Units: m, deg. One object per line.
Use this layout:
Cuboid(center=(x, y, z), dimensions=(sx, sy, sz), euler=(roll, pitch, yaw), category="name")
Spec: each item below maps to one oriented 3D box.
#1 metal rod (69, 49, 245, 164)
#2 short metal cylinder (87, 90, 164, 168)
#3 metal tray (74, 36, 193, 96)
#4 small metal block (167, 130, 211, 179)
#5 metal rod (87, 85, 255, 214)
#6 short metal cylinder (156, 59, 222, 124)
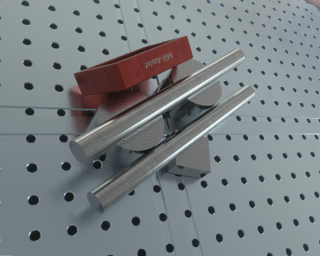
Cuboid(center=(0.021, -0.044, 0.382), dimensions=(0.302, 0.025, 0.025), euler=(-34, 81, -38), category="metal rod")
Cuboid(center=(-0.042, 0.001, 0.370), dimensions=(0.081, 0.050, 0.080), euler=(14, 56, -21), category="short metal cylinder")
Cuboid(center=(-0.031, -0.081, 0.398), dimensions=(0.131, 0.090, 0.030), euler=(-33, 112, -38), category="metal tray")
Cuboid(center=(0.037, 0.035, 0.407), dimensions=(0.050, 0.025, 0.050), euler=(14, 56, -21), category="small metal block")
Cuboid(center=(0.038, 0.008, 0.391), dimensions=(0.302, 0.025, 0.025), euler=(-33, 80, -38), category="metal rod")
Cuboid(center=(0.041, -0.053, 0.449), dimensions=(0.081, 0.050, 0.080), euler=(14, 56, -21), category="short metal cylinder")
